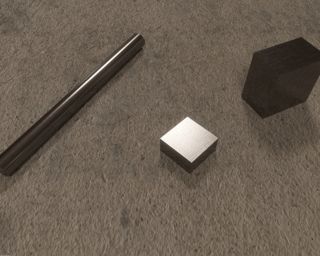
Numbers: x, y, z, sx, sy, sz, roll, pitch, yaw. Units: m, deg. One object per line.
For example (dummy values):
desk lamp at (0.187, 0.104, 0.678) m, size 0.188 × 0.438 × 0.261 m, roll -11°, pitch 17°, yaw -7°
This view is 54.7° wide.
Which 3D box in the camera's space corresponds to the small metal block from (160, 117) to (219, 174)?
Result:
small metal block at (0.036, 0.021, 0.386) m, size 0.050 × 0.025 × 0.050 m, roll 37°, pitch 59°, yaw 26°

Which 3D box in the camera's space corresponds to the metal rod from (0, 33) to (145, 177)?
metal rod at (-0.111, -0.051, 0.444) m, size 0.025 × 0.025 × 0.301 m, roll 24°, pitch 54°, yaw 18°

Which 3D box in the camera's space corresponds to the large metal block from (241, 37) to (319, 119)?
large metal block at (0.168, -0.068, 0.427) m, size 0.081 × 0.080 × 0.050 m, roll -21°, pitch 53°, yaw -17°
